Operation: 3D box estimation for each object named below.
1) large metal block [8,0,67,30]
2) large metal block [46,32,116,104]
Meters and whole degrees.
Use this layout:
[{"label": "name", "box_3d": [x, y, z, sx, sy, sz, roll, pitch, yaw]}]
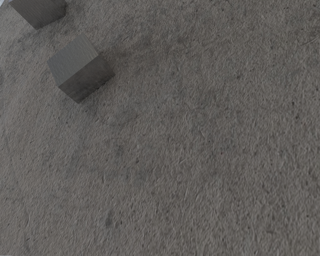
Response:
[{"label": "large metal block", "box_3d": [-0.264, -0.273, 0.676, 0.080, 0.080, 0.050, -18, 55, 18]}, {"label": "large metal block", "box_3d": [-0.133, -0.101, 0.520, 0.080, 0.050, 0.080, -38, 51, 3]}]
